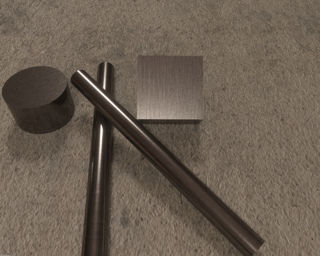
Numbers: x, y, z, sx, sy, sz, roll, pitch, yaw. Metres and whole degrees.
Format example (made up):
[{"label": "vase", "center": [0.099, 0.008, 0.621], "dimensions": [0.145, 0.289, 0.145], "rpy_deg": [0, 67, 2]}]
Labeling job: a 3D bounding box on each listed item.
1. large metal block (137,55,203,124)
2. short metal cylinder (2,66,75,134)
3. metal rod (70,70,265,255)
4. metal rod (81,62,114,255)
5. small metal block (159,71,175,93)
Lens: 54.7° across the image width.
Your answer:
[{"label": "large metal block", "center": [0.013, -0.047, 0.404], "dimensions": [0.081, 0.050, 0.080], "rpy_deg": [0, 84, 0]}, {"label": "short metal cylinder", "center": [-0.161, -0.038, 0.417], "dimensions": [0.081, 0.050, 0.080], "rpy_deg": [0, 50, 0]}, {"label": "metal rod", "center": [-0.008, 0.026, 0.360], "dimensions": [0.025, 0.025, 0.300], "rpy_deg": [-36, 65, -26]}, {"label": "metal rod", "center": [-0.073, 0.022, 0.383], "dimensions": [0.025, 0.025, 0.300], "rpy_deg": [-3, 50, -3]}, {"label": "small metal block", "center": [0.004, -0.069, 0.461], "dimensions": [0.050, 0.025, 0.050], "rpy_deg": [-33, 58, -25]}]
